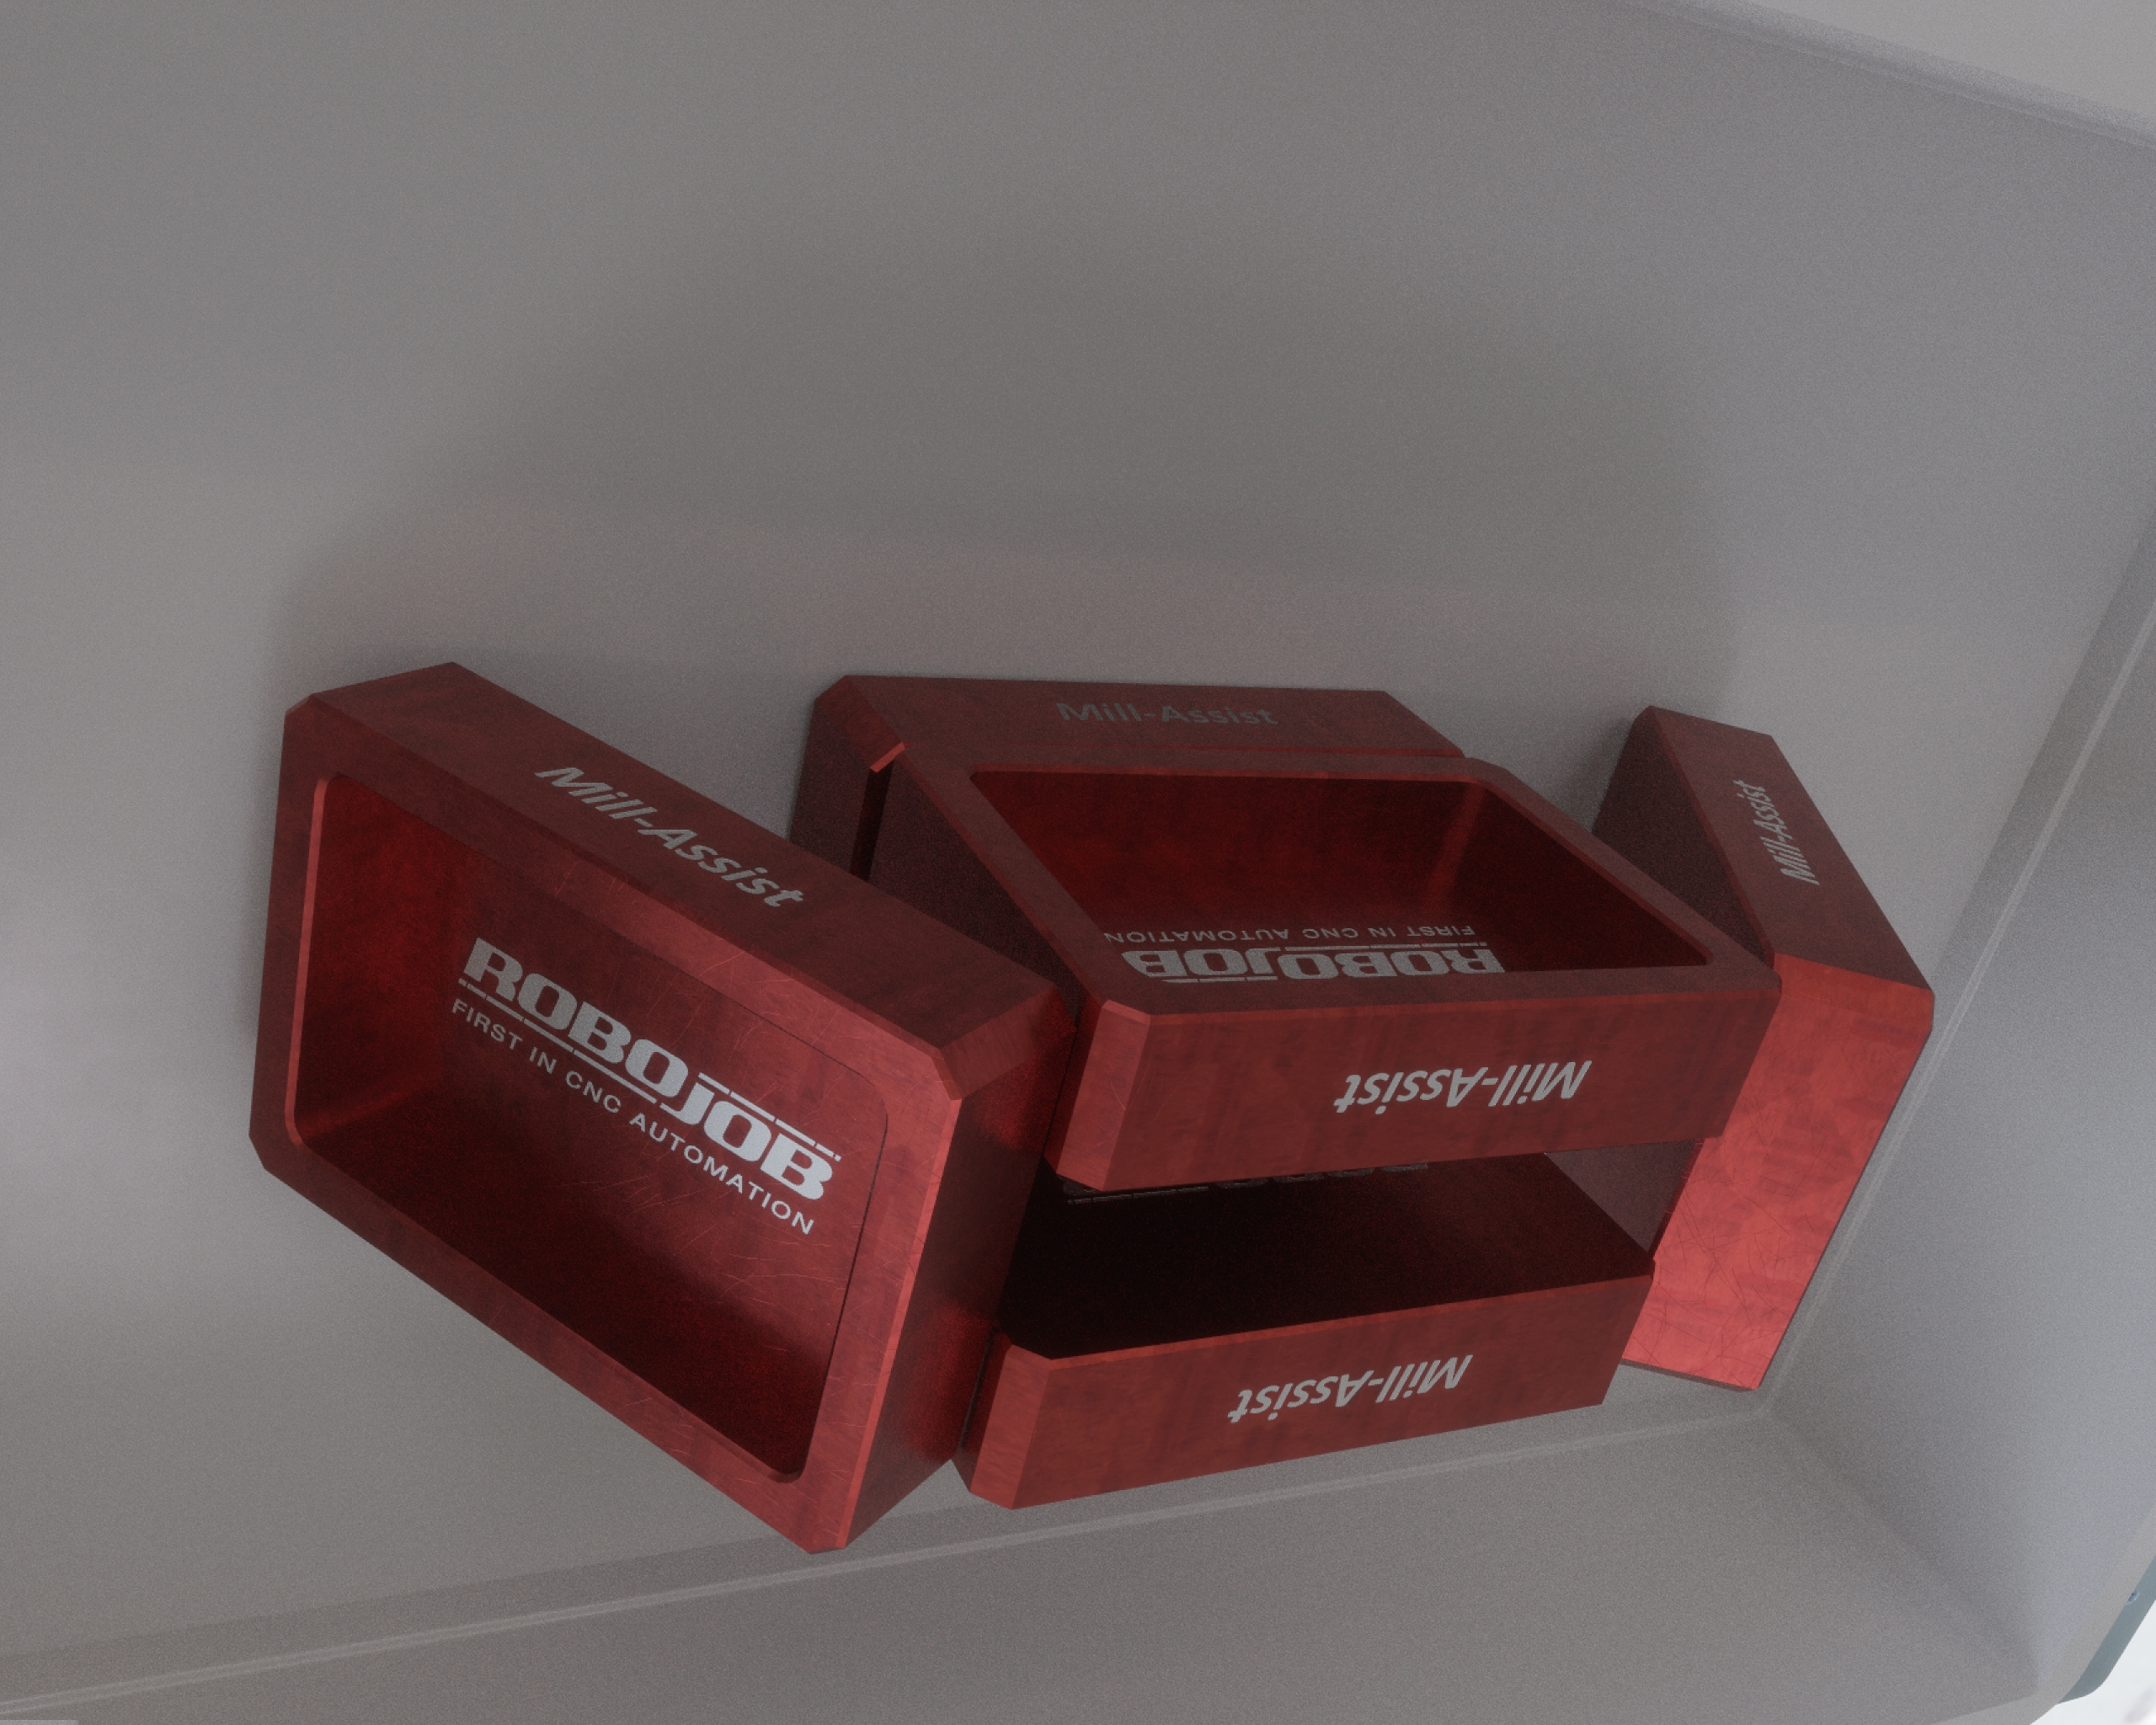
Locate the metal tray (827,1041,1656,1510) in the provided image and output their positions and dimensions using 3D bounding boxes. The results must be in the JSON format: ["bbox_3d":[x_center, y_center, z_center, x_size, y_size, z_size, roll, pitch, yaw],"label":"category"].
[{"bbox_3d":[0.027,0.066,0.381,0.131,0.090,0.030,-1,118,-29],"label":"metal tray"}]

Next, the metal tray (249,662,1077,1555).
[{"bbox_3d":[-0.071,0.035,0.324,0.030,0.130,0.089,-26,137,-55],"label":"metal tray"}]

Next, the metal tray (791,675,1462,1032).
[{"bbox_3d":[0.007,0.011,0.414,0.131,0.030,0.089,-1,119,-29],"label":"metal tray"}]

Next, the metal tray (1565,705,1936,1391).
[{"bbox_3d":[0.126,0.033,0.429,0.030,0.130,0.089,14,115,-2],"label":"metal tray"}]

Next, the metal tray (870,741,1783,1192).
[{"bbox_3d":[0.041,0.013,0.355,0.131,0.090,0.030,0,118,-29],"label":"metal tray"}]
